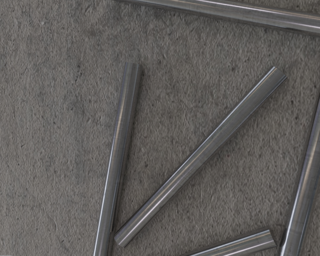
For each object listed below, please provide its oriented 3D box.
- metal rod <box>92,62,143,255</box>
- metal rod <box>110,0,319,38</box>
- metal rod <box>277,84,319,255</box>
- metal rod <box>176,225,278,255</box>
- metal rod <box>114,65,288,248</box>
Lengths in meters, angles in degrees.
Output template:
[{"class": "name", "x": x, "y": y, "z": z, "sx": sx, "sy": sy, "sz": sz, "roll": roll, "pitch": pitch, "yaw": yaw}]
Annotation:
[{"class": "metal rod", "x": -0.062, "y": 0.060, "z": 0.430, "sx": 0.025, "sy": 0.025, "sz": 0.298, "roll": 11, "pitch": 94, "yaw": 19}, {"class": "metal rod", "x": 0.069, "y": -0.148, "z": 0.384, "sx": 0.301, "sy": 0.025, "sz": 0.025, "roll": 18, "pitch": 96, "yaw": 19}, {"class": "metal rod", "x": 0.164, "y": 0.072, "z": 0.350, "sx": 0.025, "sy": 0.025, "sz": 0.298, "roll": 14, "pitch": 94, "yaw": 19}, {"class": "metal rod", "x": 0.004, "y": 0.189, "z": 0.407, "sx": 0.300, "sy": 0.025, "sz": 0.025, "roll": -26, "pitch": 82, "yaw": 18}, {"class": "metal rod", "x": 0.043, "y": 0.045, "z": 0.393, "sx": 0.025, "sy": 0.025, "sz": 0.299, "roll": 45, "pitch": 104, "yaw": 14}]
